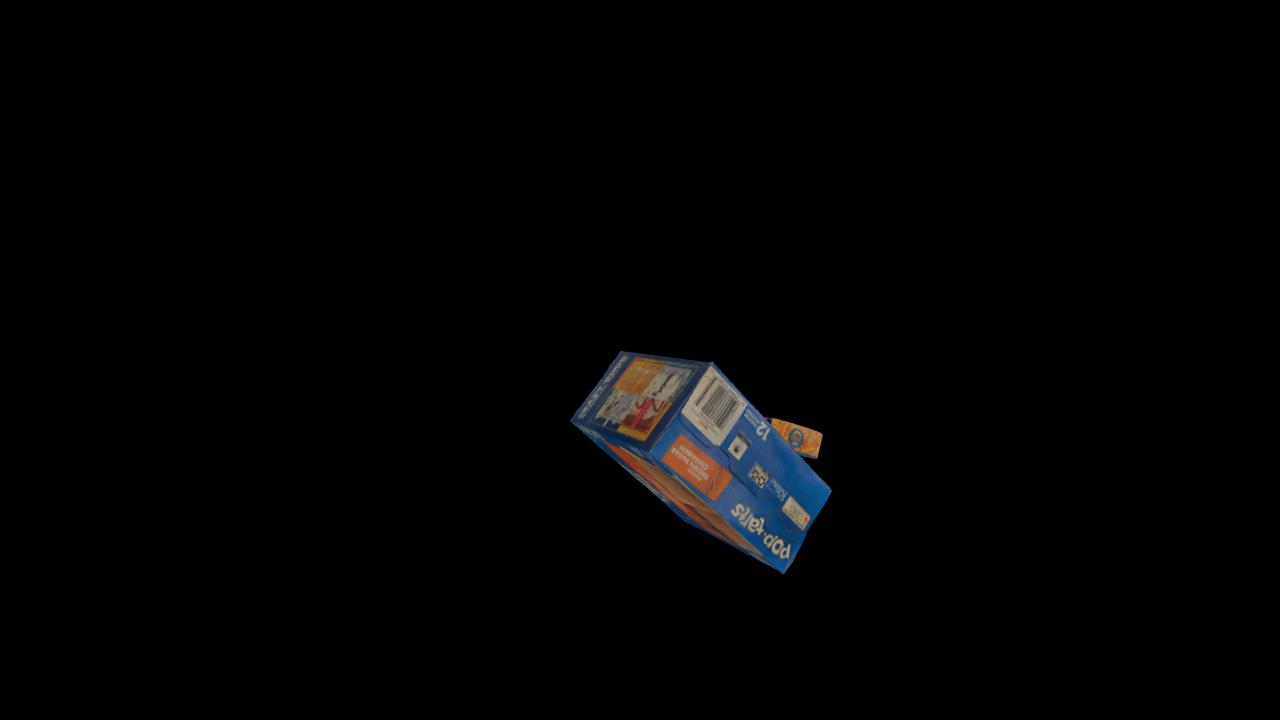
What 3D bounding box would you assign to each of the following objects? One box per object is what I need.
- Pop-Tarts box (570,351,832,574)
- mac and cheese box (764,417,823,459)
[{"bbox_3d":[0.047,0.079,0.512,0.167,0.083,0.141,46,-17,-25],"label":"Pop-Tarts box"},{"bbox_3d":[0.156,0.098,0.865,0.093,0.041,0.184,19,-8,-28],"label":"mac and cheese box"}]
